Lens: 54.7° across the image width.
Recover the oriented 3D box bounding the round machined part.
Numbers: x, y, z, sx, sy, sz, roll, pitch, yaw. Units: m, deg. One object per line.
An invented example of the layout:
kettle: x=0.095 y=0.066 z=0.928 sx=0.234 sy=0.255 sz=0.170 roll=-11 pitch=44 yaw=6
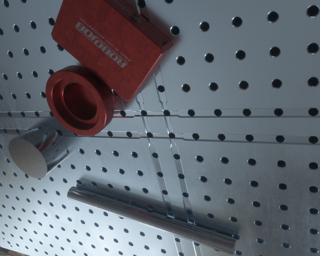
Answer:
round machined part: x=-0.105 y=-0.041 z=0.431 sx=0.098 sy=0.042 sz=0.097 roll=13 pitch=124 yaw=21

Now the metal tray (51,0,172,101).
metal tray: x=-0.061 y=-0.107 z=0.374 sx=0.130 sy=0.030 sz=0.089 roll=40 pitch=129 yaw=0

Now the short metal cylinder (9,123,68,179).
short metal cylinder: x=-0.207 y=0.039 z=0.529 sx=0.080 sy=0.050 sz=0.079 roll=13 pitch=124 yaw=21

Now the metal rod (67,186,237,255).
metal rod: x=-0.026 y=0.148 z=0.516 sx=0.301 sy=0.025 sz=0.025 roll=12 pitch=123 yaw=21
